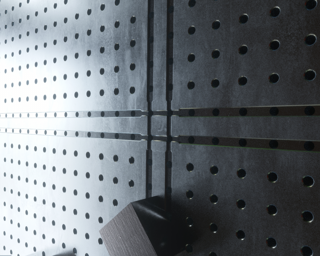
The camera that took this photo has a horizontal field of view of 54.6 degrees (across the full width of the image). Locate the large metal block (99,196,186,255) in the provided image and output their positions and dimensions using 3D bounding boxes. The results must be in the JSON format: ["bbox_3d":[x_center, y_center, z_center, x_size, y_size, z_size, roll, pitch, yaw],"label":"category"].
[{"bbox_3d":[-0.026,0.150,0.416,0.080,0.050,0.080,-46,63,30],"label":"large metal block"}]

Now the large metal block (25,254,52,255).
[{"bbox_3d":[-0.250,0.295,0.602,0.080,0.050,0.080,-15,80,39],"label":"large metal block"}]
